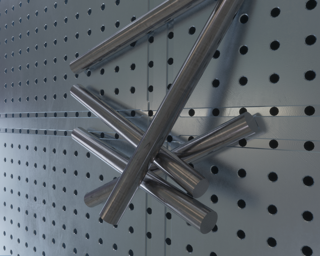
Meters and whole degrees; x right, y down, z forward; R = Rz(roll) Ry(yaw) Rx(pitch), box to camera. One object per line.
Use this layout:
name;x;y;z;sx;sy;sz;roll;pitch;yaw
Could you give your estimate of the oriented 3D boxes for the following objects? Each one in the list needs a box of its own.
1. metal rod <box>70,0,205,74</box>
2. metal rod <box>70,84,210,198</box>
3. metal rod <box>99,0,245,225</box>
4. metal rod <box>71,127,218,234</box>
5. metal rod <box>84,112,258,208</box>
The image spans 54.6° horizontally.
metal rod;-0.031;-0.139;0.436;0.299;0.025;0.025;-18;79;38
metal rod;-0.049;0.000;0.429;0.300;0.025;0.025;35;112;41
metal rod;0.013;-0.024;0.352;0.025;0.025;0.299;33;96;35
metal rod;-0.045;0.052;0.417;0.300;0.025;0.025;24;106;47
metal rod;-0.008;0.055;0.416;0.299;0.025;0.025;-30;71;36
